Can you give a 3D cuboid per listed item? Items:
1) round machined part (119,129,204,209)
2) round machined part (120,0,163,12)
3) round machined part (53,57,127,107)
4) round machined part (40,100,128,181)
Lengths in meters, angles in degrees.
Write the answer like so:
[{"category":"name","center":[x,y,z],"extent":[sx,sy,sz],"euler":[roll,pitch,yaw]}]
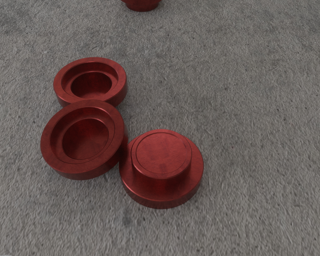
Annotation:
[{"category":"round machined part","center":[0.001,0.040,0.359],"extent":[0.099,0.042,0.098],"euler":[0,50,0]},{"category":"round machined part","center":[-0.036,-0.268,0.617],"extent":[0.099,0.042,0.098],"euler":[0,50,0]},{"category":"round machined part","center":[-0.095,-0.053,0.436],"extent":[0.099,0.042,0.098],"euler":[0,50,0]},{"category":"round machined part","center":[-0.086,0.017,0.369],"extent":[0.098,0.042,0.098],"euler":[-4,57,7]}]
